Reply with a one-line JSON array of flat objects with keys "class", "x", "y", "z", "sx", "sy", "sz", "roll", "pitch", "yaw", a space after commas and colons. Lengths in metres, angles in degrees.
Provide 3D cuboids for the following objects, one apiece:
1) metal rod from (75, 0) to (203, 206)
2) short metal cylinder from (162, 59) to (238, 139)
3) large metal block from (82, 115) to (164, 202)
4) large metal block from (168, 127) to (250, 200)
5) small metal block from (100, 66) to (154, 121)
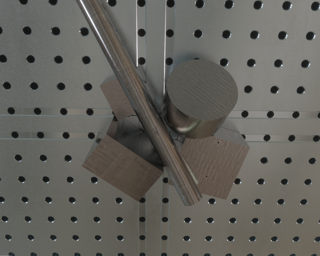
[{"class": "metal rod", "x": -0.028, "y": -0.042, "z": 0.365, "sx": 0.025, "sy": 0.025, "sz": 0.299, "roll": -27, "pitch": 97, "yaw": 9}, {"class": "short metal cylinder", "x": 0.045, "y": -0.033, "z": 0.365, "sx": 0.081, "sy": 0.080, "sz": 0.050, "roll": 8, "pitch": 153, "yaw": -4}, {"class": "large metal block", "x": -0.043, "y": 0.034, "z": 0.396, "sx": 0.080, "sy": 0.080, "sz": 0.050, "roll": 35, "pitch": 106, "yaw": -13}, {"class": "large metal block", "x": 0.061, "y": 0.040, "z": 0.415, "sx": 0.080, "sy": 0.050, "sz": 0.079, "roll": 16, "pitch": 109, "yaw": -7}, {"class": "small metal block", "x": -0.041, "y": -0.044, "z": 0.397, "sx": 0.050, "sy": 0.025, "sz": 0.050, "roll": -23, "pitch": 109, "yaw": 8}]
